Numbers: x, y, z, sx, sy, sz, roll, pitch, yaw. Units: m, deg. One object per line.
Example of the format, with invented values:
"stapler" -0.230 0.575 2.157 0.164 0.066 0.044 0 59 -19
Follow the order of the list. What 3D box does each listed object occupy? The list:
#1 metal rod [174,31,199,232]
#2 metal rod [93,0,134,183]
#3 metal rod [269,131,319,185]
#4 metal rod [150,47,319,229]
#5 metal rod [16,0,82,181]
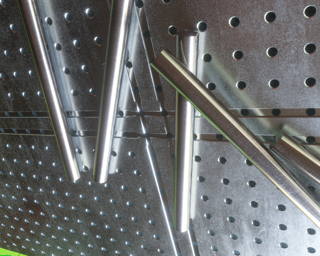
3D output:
"metal rod" 0.032 0.026 0.409 0.025 0.025 0.298 12 124 21
"metal rod" -0.068 -0.035 0.423 0.025 0.025 0.298 24 127 13
"metal rod" 0.253 0.102 0.341 0.301 0.025 0.025 36 129 3
"metal rod" 0.106 0.024 0.351 0.300 0.025 0.025 43 129 -10
"metal rod" -0.160 -0.045 0.464 0.025 0.025 0.298 9 123 23
